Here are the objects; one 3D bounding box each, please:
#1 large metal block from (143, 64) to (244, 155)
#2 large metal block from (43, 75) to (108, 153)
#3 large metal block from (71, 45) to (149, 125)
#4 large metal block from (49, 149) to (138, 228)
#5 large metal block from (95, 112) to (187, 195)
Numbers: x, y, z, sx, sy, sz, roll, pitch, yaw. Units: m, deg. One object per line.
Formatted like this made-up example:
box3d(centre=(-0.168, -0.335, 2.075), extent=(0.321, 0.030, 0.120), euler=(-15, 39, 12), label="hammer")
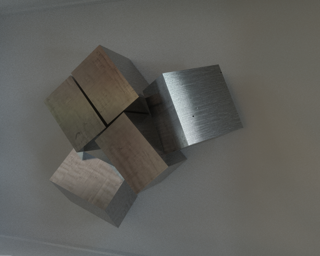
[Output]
box3d(centre=(0.038, -0.022, 0.359), extent=(0.050, 0.081, 0.080), euler=(-30, 77, 58), label="large metal block")
box3d(centre=(-0.091, -0.017, 0.411), extent=(0.050, 0.080, 0.080), euler=(-39, 78, 16), label="large metal block")
box3d(centre=(-0.052, -0.051, 0.397), extent=(0.050, 0.080, 0.080), euler=(-40, 78, 15), label="large metal block")
box3d(centre=(-0.081, 0.078, 0.400), extent=(0.080, 0.080, 0.050), euler=(23, 63, 18), label="large metal block")
box3d(centre=(-0.020, 0.028, 0.385), extent=(0.050, 0.080, 0.080), euler=(-43, 77, 15), label="large metal block")
